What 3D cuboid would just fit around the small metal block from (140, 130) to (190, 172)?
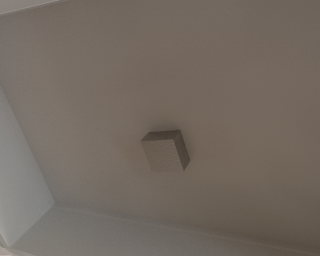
[{"bbox_3d":[0.008,0.032,0.425,0.050,0.025,0.050,-5,116,30],"label":"small metal block"}]
